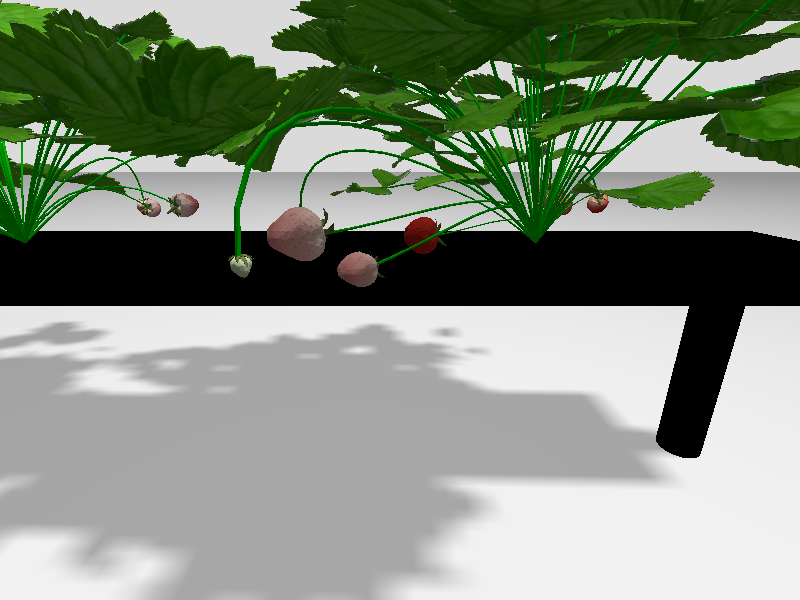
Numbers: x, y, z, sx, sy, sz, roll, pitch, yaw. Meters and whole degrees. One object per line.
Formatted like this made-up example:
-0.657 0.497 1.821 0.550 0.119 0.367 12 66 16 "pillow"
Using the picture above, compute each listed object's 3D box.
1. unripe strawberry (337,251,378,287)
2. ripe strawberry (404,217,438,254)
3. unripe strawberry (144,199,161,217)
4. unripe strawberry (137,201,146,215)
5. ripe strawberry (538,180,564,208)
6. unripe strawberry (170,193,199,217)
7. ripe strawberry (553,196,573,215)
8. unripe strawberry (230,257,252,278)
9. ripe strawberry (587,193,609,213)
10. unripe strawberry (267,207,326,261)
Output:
-0.024 -0.017 0.223 0.020 0.020 0.023 -18 26 -40 "unripe strawberry"
0.015 -0.049 0.305 0.026 0.028 0.024 -9 21 -22 "ripe strawberry"
-0.310 -0.115 0.502 0.019 0.022 0.021 2 6 7 "unripe strawberry"
-0.344 -0.124 0.539 0.018 0.019 0.018 -1 19 -4 "unripe strawberry"
0.224 -0.156 0.600 0.040 0.042 0.043 7 -3 20 "ripe strawberry"
-0.269 -0.119 0.503 0.032 0.029 0.029 7 20 19 "unripe strawberry"
0.207 -0.122 0.516 0.029 0.025 0.029 9 21 25 "ripe strawberry"
-0.074 -0.015 0.187 0.010 0.010 0.011 -16 25 -38 "unripe strawberry"
0.263 -0.128 0.532 0.025 0.029 0.027 14 -18 34 "ripe strawberry"
-0.073 -0.045 0.278 0.038 0.038 0.042 -8 21 -19 "unripe strawberry"
